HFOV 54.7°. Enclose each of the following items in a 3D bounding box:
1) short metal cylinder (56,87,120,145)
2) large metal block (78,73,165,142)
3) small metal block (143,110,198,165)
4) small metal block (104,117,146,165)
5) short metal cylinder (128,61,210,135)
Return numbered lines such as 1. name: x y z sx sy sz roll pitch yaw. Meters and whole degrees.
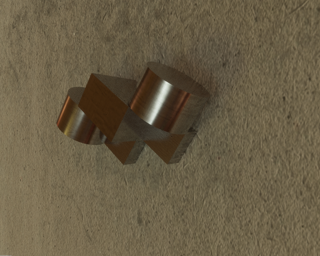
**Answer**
1. short metal cylinder: -0.105 -0.019 0.457 0.080 0.081 0.050 43 116 31
2. large metal block: -0.046 -0.026 0.410 0.080 0.081 0.050 42 115 31
3. small metal block: 0.012 0.011 0.397 0.050 0.025 0.050 43 116 31
4. small metal block: -0.048 0.017 0.447 0.050 0.025 0.050 43 116 31
5. short metal cylinder: 0.010 -0.036 0.362 0.080 0.081 0.050 43 116 31
